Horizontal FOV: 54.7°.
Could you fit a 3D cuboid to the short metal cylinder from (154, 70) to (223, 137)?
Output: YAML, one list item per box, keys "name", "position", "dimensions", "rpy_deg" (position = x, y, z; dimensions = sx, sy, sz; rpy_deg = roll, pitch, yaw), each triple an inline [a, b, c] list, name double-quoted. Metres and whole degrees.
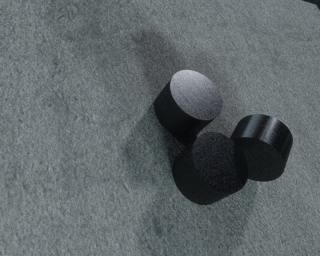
- name: "short metal cylinder"
  position: [0.039, -0.033, 0.431]
  dimensions: [0.081, 0.050, 0.080]
  rpy_deg: [14, 56, -21]

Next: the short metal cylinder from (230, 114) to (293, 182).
- name: "short metal cylinder"
  position: [0.136, 0.028, 0.427]
  dimensions: [0.080, 0.080, 0.050]
  rpy_deg: [39, 51, -2]

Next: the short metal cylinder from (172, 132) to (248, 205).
- name: "short metal cylinder"
  position: [0.063, 0.052, 0.392]
  dimensions: [0.081, 0.050, 0.080]
  rpy_deg: [14, 56, -21]
